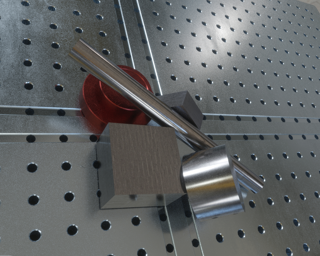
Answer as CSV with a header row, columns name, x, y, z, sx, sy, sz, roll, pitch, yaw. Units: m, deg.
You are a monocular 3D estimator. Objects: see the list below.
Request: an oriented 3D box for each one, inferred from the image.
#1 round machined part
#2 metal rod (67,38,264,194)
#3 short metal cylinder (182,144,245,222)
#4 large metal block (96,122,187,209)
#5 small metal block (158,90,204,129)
name,x,y,z,sx,sy,sz,roll,pitch,yaw
round machined part,-0.049,-0.042,0.397,0.099,0.042,0.098,14,56,-21
metal rod,0.022,-0.003,0.381,0.301,0.025,0.025,36,50,-21
short metal cylinder,0.063,0.064,0.361,0.080,0.050,0.080,-17,90,-76
large metal block,-0.024,0.043,0.351,0.081,0.050,0.080,5,60,-26
small metal block,0.022,-0.019,0.405,0.050,0.050,0.025,51,45,-39
